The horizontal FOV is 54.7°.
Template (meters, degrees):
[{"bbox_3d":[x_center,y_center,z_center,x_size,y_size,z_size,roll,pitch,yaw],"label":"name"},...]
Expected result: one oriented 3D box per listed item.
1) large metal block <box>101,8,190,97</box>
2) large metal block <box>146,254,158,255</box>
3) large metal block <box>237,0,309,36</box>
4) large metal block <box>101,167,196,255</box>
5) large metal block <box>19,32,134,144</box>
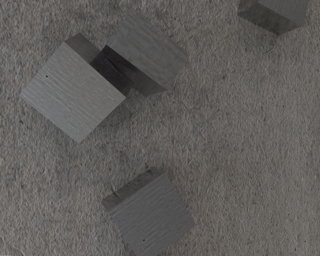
[{"bbox_3d":[-0.024,-0.084,0.371,0.080,0.080,0.050,35,79,-17],"label":"large metal block"},{"bbox_3d":[-0.013,0.212,0.375,0.050,0.080,0.079,-3,91,-20],"label":"large metal block"},{"bbox_3d":[0.171,-0.196,0.458,0.081,0.050,0.080,18,84,-19],"label":"large metal block"},{"bbox_3d":[-0.015,0.107,0.390,0.080,0.050,0.080,-33,101,-17],"label":"large metal block"},{"bbox_3d":[-0.089,-0.044,0.343,0.080,0.050,0.080,42,112,-15],"label":"large metal block"}]
